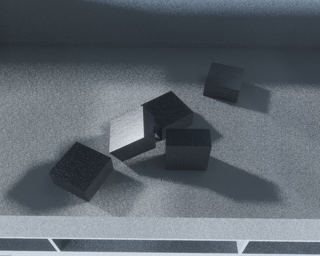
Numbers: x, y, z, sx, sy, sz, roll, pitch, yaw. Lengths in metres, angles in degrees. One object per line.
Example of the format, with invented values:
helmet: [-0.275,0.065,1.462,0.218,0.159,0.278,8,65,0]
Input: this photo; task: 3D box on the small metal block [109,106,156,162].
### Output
small metal block: [-0.034,0.007,0.384,0.050,0.025,0.050,-24,46,22]

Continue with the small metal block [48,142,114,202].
small metal block: [-0.091,0.050,0.362,0.050,0.025,0.050,23,53,18]

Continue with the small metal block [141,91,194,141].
small metal block: [0.009,-0.018,0.420,0.050,0.025,0.050,-28,55,-21]

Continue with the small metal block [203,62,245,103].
small metal block: [0.096,-0.069,0.463,0.050,0.025,0.050,14,51,11]

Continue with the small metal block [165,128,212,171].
small metal block: [0.032,0.026,0.367,0.050,0.050,0.025,1,50,0]
